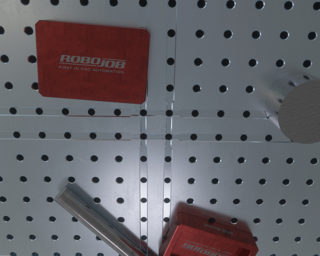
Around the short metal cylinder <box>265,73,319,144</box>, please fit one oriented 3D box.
[{"bbox_3d":[0.181,-0.026,0.392,0.081,0.050,0.079,0,110,0],"label":"short metal cylinder"}]

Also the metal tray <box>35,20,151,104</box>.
[{"bbox_3d":[-0.080,-0.081,0.380,0.131,0.030,0.089,4,110,-2],"label":"metal tray"}]

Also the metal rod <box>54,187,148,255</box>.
[{"bbox_3d":[-0.043,0.198,0.486,0.025,0.025,0.300,-41,106,13],"label":"metal rod"}]

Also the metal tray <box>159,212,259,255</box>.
[{"bbox_3d":[0.073,0.192,0.482,0.131,0.030,0.089,19,109,-7],"label":"metal tray"}]
